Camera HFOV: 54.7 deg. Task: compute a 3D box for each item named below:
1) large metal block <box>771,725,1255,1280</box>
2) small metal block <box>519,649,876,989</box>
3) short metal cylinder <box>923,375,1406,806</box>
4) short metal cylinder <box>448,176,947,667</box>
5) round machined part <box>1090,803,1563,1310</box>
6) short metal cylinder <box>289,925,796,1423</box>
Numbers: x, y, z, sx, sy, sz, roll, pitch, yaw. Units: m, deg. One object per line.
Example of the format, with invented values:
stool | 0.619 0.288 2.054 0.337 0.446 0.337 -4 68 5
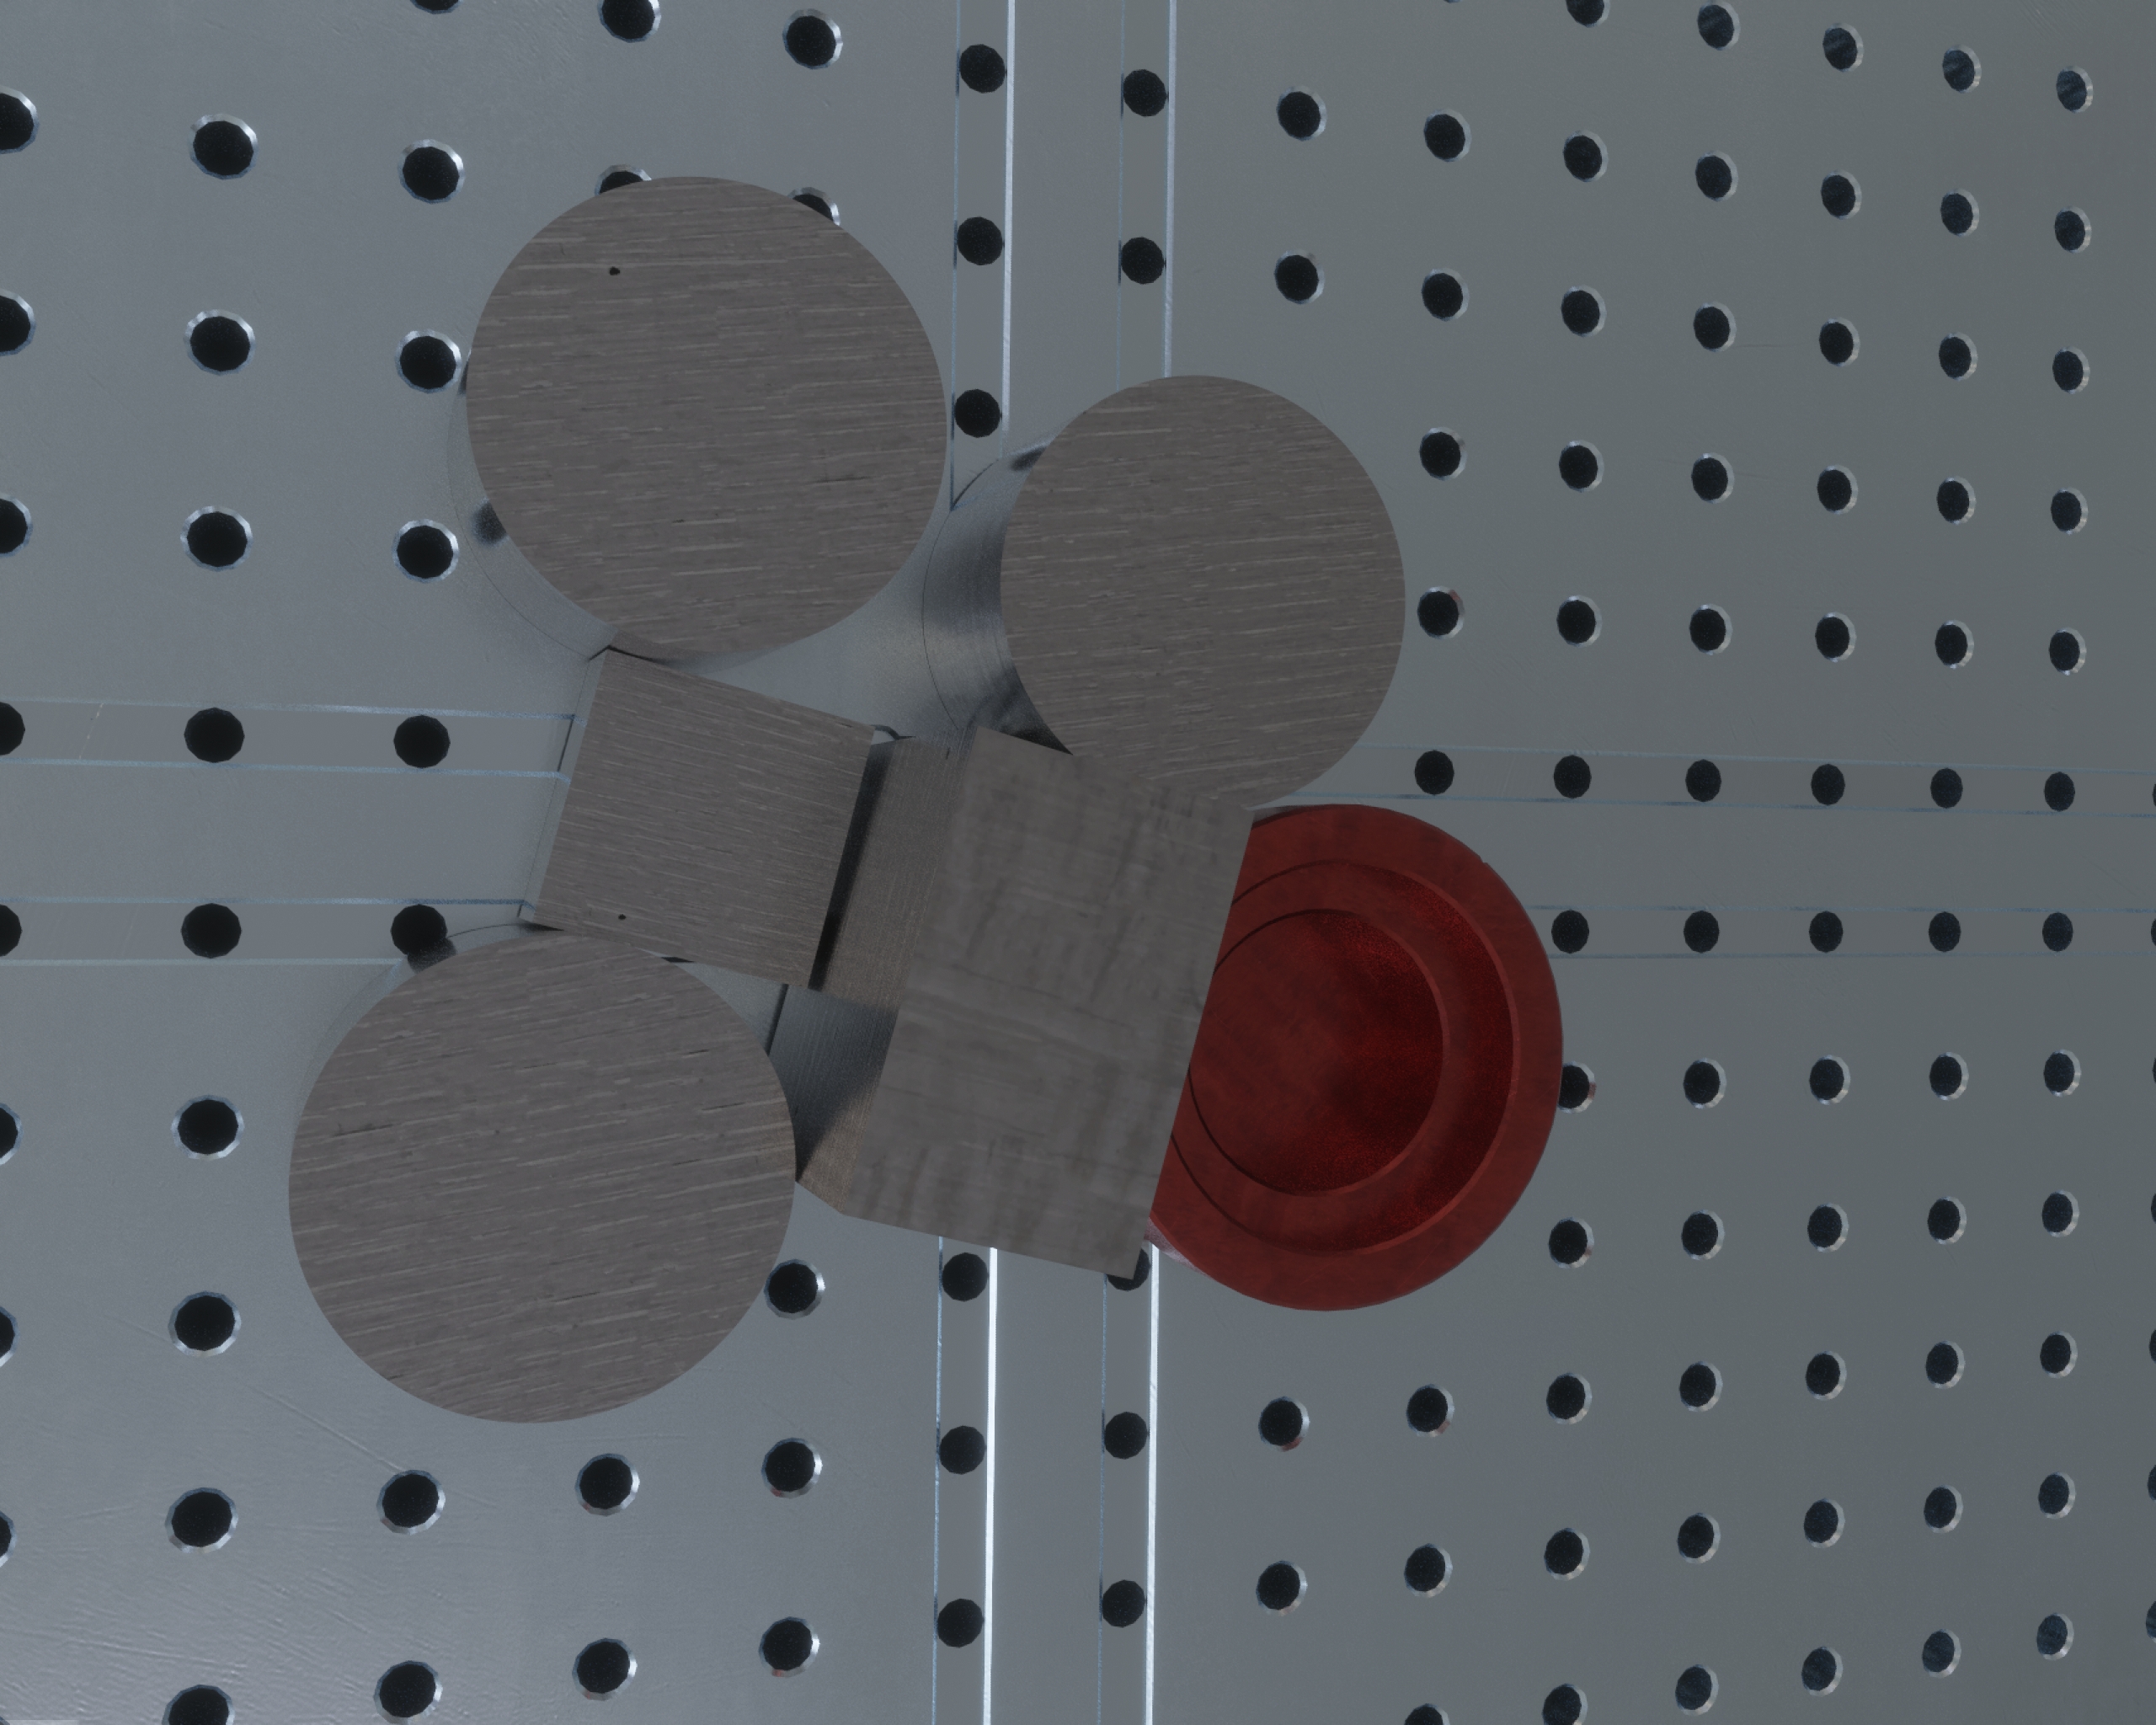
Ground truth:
large metal block | -0.017 0.023 0.374 0.050 0.080 0.080 17 85 -19
small metal block | -0.071 -0.007 0.386 0.050 0.025 0.050 16 85 -20
short metal cylinder | 0.016 -0.049 0.405 0.081 0.050 0.080 0 90 -20
short metal cylinder | -0.069 -0.075 0.373 0.081 0.050 0.080 0 90 -20
round machined part | 0.044 0.037 0.420 0.099 0.042 0.097 0 90 -20
short metal cylinder | -0.094 0.051 0.364 0.081 0.050 0.080 0 90 -20
